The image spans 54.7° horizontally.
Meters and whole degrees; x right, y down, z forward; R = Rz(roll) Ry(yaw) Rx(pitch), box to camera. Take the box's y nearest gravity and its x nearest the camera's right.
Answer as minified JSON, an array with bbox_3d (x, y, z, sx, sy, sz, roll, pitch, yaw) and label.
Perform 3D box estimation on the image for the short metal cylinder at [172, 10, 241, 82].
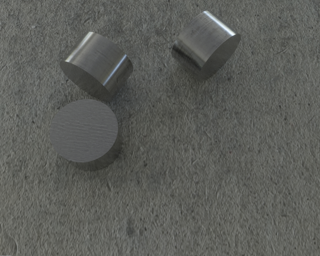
[{"bbox_3d":[0.062,-0.109,0.419,0.080,0.080,0.050,-41,75,-13],"label":"short metal cylinder"}]

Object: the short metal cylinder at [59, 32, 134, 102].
[{"bbox_3d":[-0.082,-0.078,0.407,0.080,0.080,0.050,29,73,10],"label":"short metal cylinder"}]

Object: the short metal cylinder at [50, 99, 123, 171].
[{"bbox_3d":[-0.090,0.010,0.390,0.081,0.050,0.080,0,70,0],"label":"short metal cylinder"}]
